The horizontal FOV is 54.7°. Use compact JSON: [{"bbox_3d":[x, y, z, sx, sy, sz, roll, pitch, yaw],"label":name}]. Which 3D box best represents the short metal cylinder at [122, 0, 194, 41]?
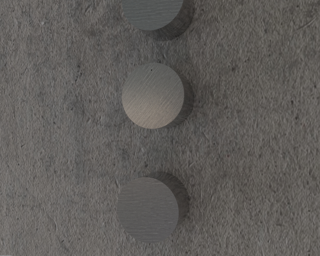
[{"bbox_3d":[-0.001,-0.158,0.396,0.080,0.050,0.080,0,90,20],"label":"short metal cylinder"}]

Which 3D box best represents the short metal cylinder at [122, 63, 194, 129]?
[{"bbox_3d":[-0.001,-0.039,0.396,0.080,0.050,0.080,0,90,20],"label":"short metal cylinder"}]

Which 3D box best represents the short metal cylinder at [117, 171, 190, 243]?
[{"bbox_3d":[-0.007,0.099,0.398,0.080,0.050,0.080,0,90,20],"label":"short metal cylinder"}]
